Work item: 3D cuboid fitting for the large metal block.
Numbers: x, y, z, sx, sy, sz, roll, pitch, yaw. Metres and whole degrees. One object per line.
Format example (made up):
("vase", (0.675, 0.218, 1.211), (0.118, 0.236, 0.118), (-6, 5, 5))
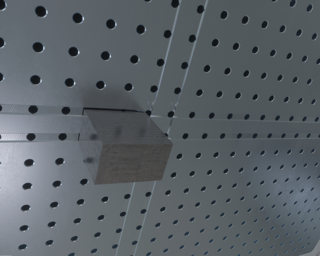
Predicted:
("large metal block", (-0.044, 0.019, 0.363), (0.081, 0.080, 0.050), (2, 118, -29))
